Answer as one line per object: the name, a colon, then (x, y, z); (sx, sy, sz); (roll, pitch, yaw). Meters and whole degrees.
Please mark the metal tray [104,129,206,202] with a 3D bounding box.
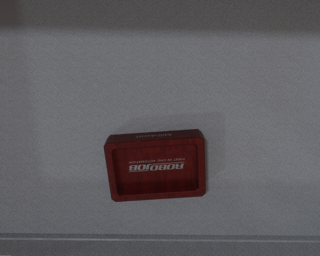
metal tray: (-0.005, 0.052, 0.427); (0.131, 0.030, 0.089); (-4, 110, 1)
